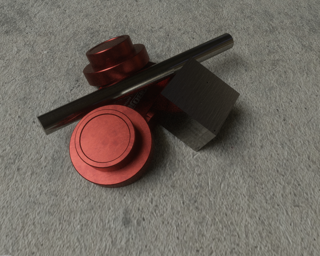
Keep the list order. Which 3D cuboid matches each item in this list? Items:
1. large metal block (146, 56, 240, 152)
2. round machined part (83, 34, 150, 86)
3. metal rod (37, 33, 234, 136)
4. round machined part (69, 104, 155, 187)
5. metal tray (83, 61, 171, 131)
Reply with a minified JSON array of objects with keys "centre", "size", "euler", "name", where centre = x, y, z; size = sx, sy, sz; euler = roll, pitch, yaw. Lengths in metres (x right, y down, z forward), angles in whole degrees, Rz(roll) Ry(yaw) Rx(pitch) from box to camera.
[{"centre":[0.043,-0.031,0.396],"size":[0.080,0.050,0.080],"euler":[37,55,-2],"name":"large metal block"},{"centre":[-0.068,-0.103,0.454],"size":[0.098,0.042,0.098],"euler":[-18,28,10],"name":"round machined part"},{"centre":[-0.017,-0.069,0.424],"size":[0.302,0.025,0.025],"euler":[-28,56,-22],"name":"metal rod"},{"centre":[-0.057,0.017,0.356],"size":[0.099,0.042,0.098],"euler":[-2,70,6],"name":"round machined part"},{"centre":[-0.036,-0.044,0.438],"size":[0.090,0.030,0.130],"euler":[19,53,15],"name":"metal tray"}]
